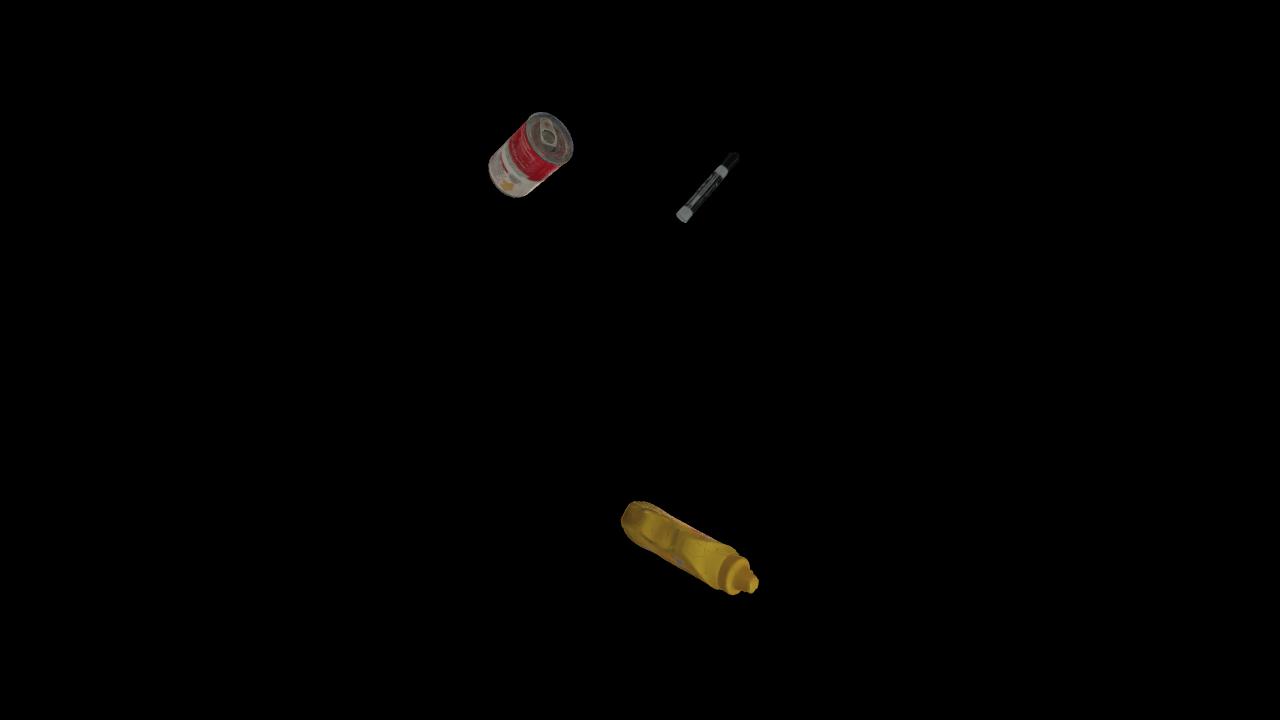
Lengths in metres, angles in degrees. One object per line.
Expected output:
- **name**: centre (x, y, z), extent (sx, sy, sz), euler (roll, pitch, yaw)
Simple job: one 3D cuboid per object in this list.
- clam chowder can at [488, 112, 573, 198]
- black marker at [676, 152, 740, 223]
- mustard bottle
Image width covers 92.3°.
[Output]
- **clam chowder can**: centre (-0.140, -0.257, 0.780), extent (0.068, 0.068, 0.102), euler (0, -13, -42)
- **black marker**: centre (0.095, -0.238, 0.843), extent (0.020, 0.121, 0.020), euler (40, -5, 4)
- **mustard bottle**: centre (0.063, 0.226, 0.725), extent (0.184, 0.054, 0.092), euler (15, -27, 48)
